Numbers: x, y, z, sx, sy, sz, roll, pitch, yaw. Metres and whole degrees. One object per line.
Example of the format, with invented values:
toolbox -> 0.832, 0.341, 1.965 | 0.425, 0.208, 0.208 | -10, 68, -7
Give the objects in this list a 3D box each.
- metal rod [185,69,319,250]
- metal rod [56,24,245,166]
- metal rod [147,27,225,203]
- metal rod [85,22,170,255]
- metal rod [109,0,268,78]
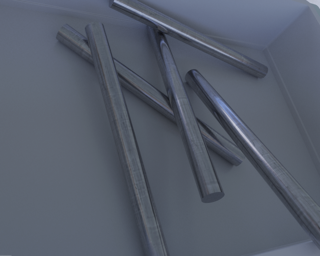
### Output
metal rod -> 0.100, 0.010, 0.376 | 0.025, 0.025, 0.300 | 3, 36, -27
metal rod -> -0.008, -0.042, 0.426 | 0.301, 0.025, 0.025 | 35, 51, -5
metal rod -> 0.023, -0.044, 0.411 | 0.025, 0.025, 0.299 | 5, 49, -26
metal rod -> -0.042, 0.007, 0.360 | 0.025, 0.025, 0.299 | -7, 71, -31
metal rod -> 0.062, -0.140, 0.497 | 0.302, 0.025, 0.025 | 16, 55, -29
